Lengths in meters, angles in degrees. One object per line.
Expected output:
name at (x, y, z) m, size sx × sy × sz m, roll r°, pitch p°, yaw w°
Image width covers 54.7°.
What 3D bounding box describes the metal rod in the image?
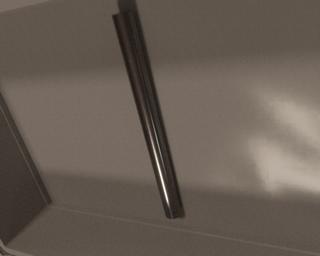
metal rod at (-0.011, 0.001, 0.413) m, size 0.025 × 0.025 × 0.298 m, roll 1°, pitch 119°, yaw 27°
